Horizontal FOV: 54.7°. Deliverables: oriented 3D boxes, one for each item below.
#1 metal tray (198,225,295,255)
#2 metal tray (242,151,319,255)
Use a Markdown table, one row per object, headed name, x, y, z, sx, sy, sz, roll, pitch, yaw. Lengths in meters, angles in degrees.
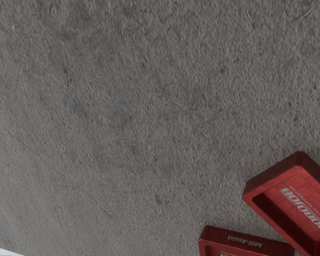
| name | x | y | z | sx | sy | sz | roll | pitch | yaw |
| --- | --- | --- | --- | --- | --- | --- | --- | --- | --- |
| metal tray | 0.127 | 0.200 | 0.460 | 0.130 | 0.030 | 0.089 | 5 | 121 | 25 |
| metal tray | 0.177 | 0.099 | 0.371 | 0.130 | 0.030 | 0.090 | 43 | 129 | -2 |
